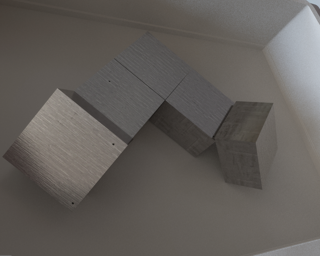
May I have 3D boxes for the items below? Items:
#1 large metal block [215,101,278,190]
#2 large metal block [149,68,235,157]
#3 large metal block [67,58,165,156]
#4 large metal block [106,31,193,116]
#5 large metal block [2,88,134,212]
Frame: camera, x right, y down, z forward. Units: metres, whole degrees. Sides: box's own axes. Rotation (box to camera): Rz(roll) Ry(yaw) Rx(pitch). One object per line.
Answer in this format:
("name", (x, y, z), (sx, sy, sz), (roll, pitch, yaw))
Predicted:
("large metal block", (0.118, 0.021, 0.411), (0.080, 0.050, 0.080), (-52, 136, -39))
("large metal block", (0.047, -0.022, 0.425), (0.080, 0.050, 0.080), (39, 51, -2))
("large metal block", (-0.055, -0.023, 0.372), (0.080, 0.050, 0.080), (39, 51, -2))
("large metal block", (-0.016, -0.073, 0.423), (0.080, 0.050, 0.080), (39, 51, -2))
("large metal block", (-0.085, 0.019, 0.302), (0.080, 0.050, 0.080), (39, 94, -2))
